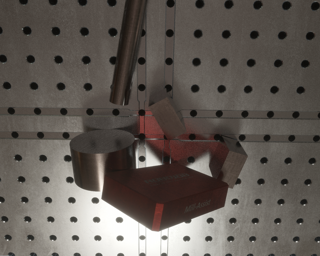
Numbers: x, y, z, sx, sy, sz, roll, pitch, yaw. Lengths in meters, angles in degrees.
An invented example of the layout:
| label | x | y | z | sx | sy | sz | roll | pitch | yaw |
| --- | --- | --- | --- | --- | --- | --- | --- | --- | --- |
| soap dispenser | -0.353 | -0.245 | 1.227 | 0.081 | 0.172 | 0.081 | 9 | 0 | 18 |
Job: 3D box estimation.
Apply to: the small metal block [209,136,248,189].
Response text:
| label | x | y | z | sx | sy | sz | roll | pitch | yaw |
| --- | --- | --- | --- | --- | --- | --- | --- | --- | --- |
| small metal block | 0.091 | 0.045 | 0.418 | 0.025 | 0.050 | 0.050 | 17 | 109 | -7 |

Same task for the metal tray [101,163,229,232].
| label | x | y | z | sx | sy | sz | roll | pitch | yaw |
| --- | --- | --- | --- | --- | --- | --- | --- | --- | --- |
| metal tray | 0.009 | 0.075 | 0.368 | 0.131 | 0.090 | 0.030 | -1 | 104 | -48 |

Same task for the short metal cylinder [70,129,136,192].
| label | x | y | z | sx | sy | sz | roll | pitch | yaw |
| --- | --- | --- | --- | --- | --- | --- | --- | --- | --- |
| short metal cylinder | -0.071 | 0.039 | 0.397 | 0.081 | 0.080 | 0.050 | -1 | 110 | 0 |

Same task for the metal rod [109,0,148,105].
| label | x | y | z | sx | sy | sz | roll | pitch | yaw |
| --- | --- | --- | --- | --- | --- | --- | --- | --- | --- |
| metal rod | -0.022 | -0.170 | 0.350 | 0.025 | 0.025 | 0.298 | 11 | 110 | -5 |

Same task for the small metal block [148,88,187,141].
| label | x | y | z | sx | sy | sz | roll | pitch | yaw |
| --- | --- | --- | --- | --- | --- | --- | --- | --- | --- |
| small metal block | 0.009 | -0.019 | 0.393 | 0.025 | 0.050 | 0.050 | -27 | 108 | 9 |
